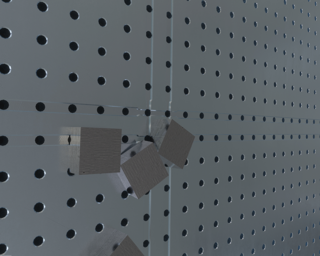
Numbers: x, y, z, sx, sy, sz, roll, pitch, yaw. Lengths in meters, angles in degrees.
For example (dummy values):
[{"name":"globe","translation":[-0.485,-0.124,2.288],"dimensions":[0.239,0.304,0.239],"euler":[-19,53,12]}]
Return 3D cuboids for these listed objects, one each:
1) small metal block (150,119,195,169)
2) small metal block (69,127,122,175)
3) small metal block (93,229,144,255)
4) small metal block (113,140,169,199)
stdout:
[{"name":"small metal block","translation":[0.015,0.022,0.421],"dimensions":[0.050,0.025,0.050],"euler":[36,68,-34]},{"name":"small metal block","translation":[-0.072,0.025,0.348],"dimensions":[0.050,0.025,0.050],"euler":[3,88,-40]},{"name":"small metal block","translation":[-0.049,0.159,0.368],"dimensions":[0.050,0.025,0.050],"euler":[-46,117,-30]},{"name":"small metal block","translation":[-0.024,0.051,0.384],"dimensions":[0.050,0.025,0.050],"euler":[-35,112,-26]}]
